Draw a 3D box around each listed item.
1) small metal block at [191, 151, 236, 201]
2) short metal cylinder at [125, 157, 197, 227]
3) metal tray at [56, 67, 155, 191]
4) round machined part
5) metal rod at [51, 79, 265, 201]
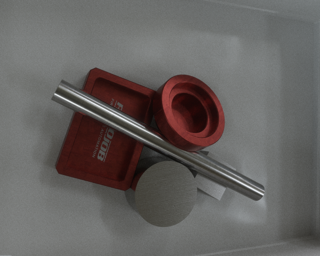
[{"bbox_3d":[0.070,0.066,0.436,0.050,0.025,0.050,33,79,-17],"label":"small metal block"},{"bbox_3d":[0.000,0.079,0.396,0.081,0.050,0.079,0,90,-21],"label":"short metal cylinder"},{"bbox_3d":[-0.064,0.003,0.382,0.091,0.030,0.129,20,83,-19],"label":"metal tray"},{"bbox_3d":[0.032,-0.016,0.400,0.099,0.042,0.098,15,61,-28],"label":"round machined part"},{"bbox_3d":[0.014,0.025,0.384,0.301,0.025,0.025,28,81,-21],"label":"metal rod"}]
